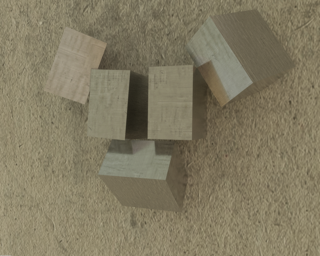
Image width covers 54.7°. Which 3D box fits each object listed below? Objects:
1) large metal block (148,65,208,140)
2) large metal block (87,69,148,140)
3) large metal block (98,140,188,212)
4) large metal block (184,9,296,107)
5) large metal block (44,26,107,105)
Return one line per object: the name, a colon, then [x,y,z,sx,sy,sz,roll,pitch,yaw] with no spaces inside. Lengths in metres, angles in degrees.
large metal block: [0.024,-0.027,0.372,0.050,0.080,0.079,1,90,20]
large metal block: [-0.047,-0.028,0.397,0.050,0.080,0.079,5,92,19]
large metal block: [-0.016,0.059,0.379,0.080,0.080,0.050,1,51,20]
large metal block: [0.088,-0.079,0.343,0.080,0.081,0.050,61,144,10]
large metal block: [-0.111,-0.083,0.409,0.050,0.080,0.080,19,98,-18]
